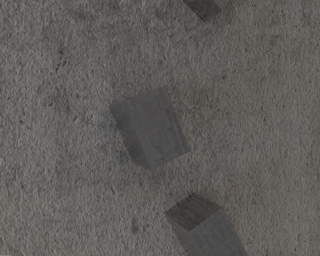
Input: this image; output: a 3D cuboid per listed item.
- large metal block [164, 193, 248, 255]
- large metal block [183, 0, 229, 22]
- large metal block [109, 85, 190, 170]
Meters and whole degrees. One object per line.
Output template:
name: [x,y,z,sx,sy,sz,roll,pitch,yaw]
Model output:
large metal block: [0.058,0.139,0.401,0.050,0.080,0.080,-31,100,-17]
large metal block: [0.066,-0.208,0.419,0.080,0.050,0.080,41,77,-16]
large metal block: [-0.016,-0.001,0.374,0.050,0.080,0.080,-24,98,-18]
